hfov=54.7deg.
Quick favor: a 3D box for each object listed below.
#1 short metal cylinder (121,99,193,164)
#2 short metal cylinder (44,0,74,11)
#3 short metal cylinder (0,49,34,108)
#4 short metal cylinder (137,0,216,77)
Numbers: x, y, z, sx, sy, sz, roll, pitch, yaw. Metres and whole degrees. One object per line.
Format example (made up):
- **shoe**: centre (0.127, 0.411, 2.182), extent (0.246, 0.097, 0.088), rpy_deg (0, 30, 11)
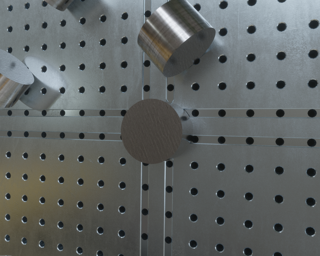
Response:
- **short metal cylinder**: centre (-0.003, 0.004, 0.400), extent (0.080, 0.050, 0.079), rpy_deg (0, 90, 20)
- **short metal cylinder**: centre (-0.150, -0.214, 0.436), extent (0.050, 0.080, 0.080), rpy_deg (-40, 77, 16)
- **short metal cylinder**: centre (-0.242, -0.077, 0.469), extent (0.050, 0.080, 0.080), rpy_deg (-44, 76, 15)
- **short metal cylinder**: centre (0.020, -0.108, 0.376), extent (0.080, 0.080, 0.050), rpy_deg (-42, 77, 15)
